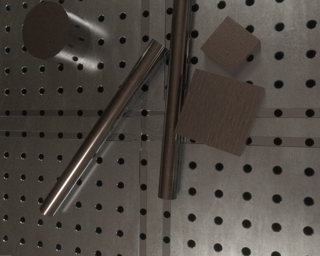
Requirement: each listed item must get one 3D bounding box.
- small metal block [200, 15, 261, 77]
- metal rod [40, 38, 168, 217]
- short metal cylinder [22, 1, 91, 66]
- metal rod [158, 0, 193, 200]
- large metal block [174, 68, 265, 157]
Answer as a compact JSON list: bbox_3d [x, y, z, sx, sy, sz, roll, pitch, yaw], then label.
[{"bbox_3d":[0.087,-0.100,0.382,0.050,0.025,0.050,44,103,14],"label":"small metal block"},{"bbox_3d":[-0.085,0.007,0.441,0.025,0.025,0.299,39,102,15],"label":"metal rod"},{"bbox_3d":[-0.150,-0.135,0.450,0.080,0.050,0.079,0,90,19],"label":"short metal cylinder"},{"bbox_3d":[0.021,-0.057,0.404,0.025,0.025,0.298,5,92,19],"label":"metal rod"},{"bbox_3d":[0.073,-0.019,0.373,0.080,0.050,0.080,20,97,18],"label":"large metal block"}]
